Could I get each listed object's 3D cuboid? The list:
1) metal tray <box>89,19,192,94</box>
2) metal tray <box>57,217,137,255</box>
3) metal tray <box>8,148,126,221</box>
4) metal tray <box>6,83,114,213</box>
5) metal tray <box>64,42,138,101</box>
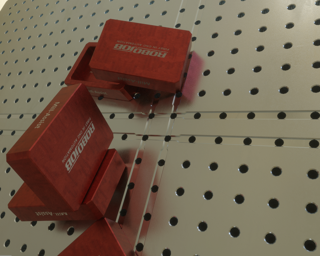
[{"bbox_3d":[-0.026,-0.106,0.452,0.130,0.030,0.090,12,69,9],"label":"metal tray"},{"bbox_3d":[-0.085,0.176,0.343,0.130,0.030,0.090,-42,51,-1],"label":"metal tray"},{"bbox_3d":[-0.119,0.074,0.403,0.130,0.030,0.090,-8,36,23],"label":"metal tray"},{"bbox_3d":[-0.105,0.019,0.358,0.030,0.090,0.130,-10,36,22],"label":"metal tray"},{"bbox_3d":[-0.086,-0.096,0.510,0.130,0.030,0.090,11,67,32],"label":"metal tray"}]
